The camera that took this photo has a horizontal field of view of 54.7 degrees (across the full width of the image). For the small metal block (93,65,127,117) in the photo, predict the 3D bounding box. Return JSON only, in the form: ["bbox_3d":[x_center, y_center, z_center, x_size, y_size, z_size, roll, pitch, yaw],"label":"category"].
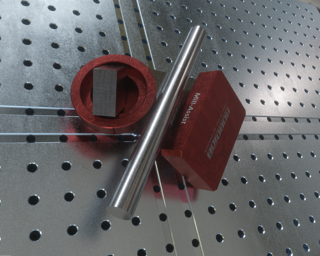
[{"bbox_3d":[-0.057,-0.044,0.354,0.025,0.050,0.050,6,17,4],"label":"small metal block"}]

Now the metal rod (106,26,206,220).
[{"bbox_3d":[0.010,-0.032,0.370,0.025,0.025,0.300,30,52,-9],"label":"metal rod"}]

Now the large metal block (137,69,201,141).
[{"bbox_3d":[0.015,-0.025,0.417,0.081,0.050,0.080,9,58,-24],"label":"large metal block"}]

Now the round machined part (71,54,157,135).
[{"bbox_3d":[-0.054,-0.037,0.375,0.099,0.042,0.098,1,67,-1],"label":"round machined part"}]

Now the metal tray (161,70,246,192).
[{"bbox_3d":[0.061,0.003,0.395,0.090,0.030,0.130,48,58,-37],"label":"metal tray"}]
